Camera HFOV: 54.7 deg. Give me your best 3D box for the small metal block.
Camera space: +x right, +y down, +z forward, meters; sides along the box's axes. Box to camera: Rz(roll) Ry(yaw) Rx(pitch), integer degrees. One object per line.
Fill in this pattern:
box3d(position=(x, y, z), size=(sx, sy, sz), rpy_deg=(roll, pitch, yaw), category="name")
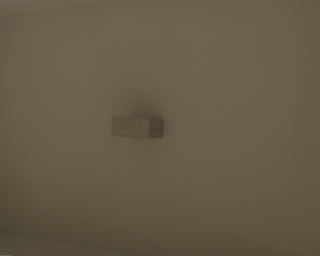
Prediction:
box3d(position=(-0.028, -0.001, 0.403), size=(0.050, 0.050, 0.025), rpy_deg=(3, 91, 19), category="small metal block")
